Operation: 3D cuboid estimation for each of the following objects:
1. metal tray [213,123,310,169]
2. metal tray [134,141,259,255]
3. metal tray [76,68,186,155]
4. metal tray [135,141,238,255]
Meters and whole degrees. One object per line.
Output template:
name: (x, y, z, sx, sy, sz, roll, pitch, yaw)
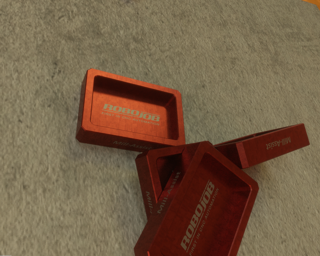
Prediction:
metal tray: (0.119, 0.026, 0.409, 0.131, 0.090, 0.030, -12, 86, -34)
metal tray: (0.043, 0.090, 0.316, 0.090, 0.030, 0.130, 39, 60, -15)
metal tray: (-0.034, -0.018, 0.394, 0.131, 0.030, 0.090, 11, 57, -23)
metal tray: (0.030, 0.085, 0.347, 0.091, 0.030, 0.129, -7, 79, -32)
